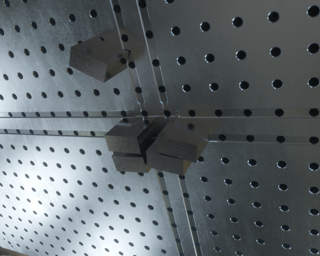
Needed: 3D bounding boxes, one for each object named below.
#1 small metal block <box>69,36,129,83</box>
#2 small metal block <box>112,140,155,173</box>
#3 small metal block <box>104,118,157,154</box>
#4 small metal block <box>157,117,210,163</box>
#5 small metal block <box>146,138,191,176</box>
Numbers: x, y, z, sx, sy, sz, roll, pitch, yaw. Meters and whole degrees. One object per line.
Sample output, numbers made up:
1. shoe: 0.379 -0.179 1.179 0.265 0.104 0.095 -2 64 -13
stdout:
1. small metal block: -0.074 -0.086 0.382 0.050 0.050 0.025 27 128 11
2. small metal block: -0.030 0.037 0.435 0.050 0.050 0.025 -1 118 28
3. small metal block: -0.038 0.010 0.422 0.050 0.050 0.025 3 120 27
4. small metal block: 0.030 0.013 0.388 0.050 0.050 0.025 14 124 20
5. small metal block: 0.016 0.033 0.407 0.050 0.050 0.025 11 123 22
